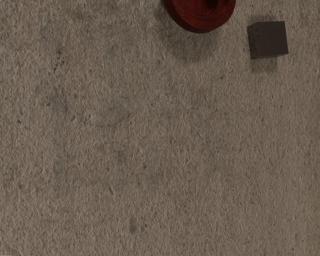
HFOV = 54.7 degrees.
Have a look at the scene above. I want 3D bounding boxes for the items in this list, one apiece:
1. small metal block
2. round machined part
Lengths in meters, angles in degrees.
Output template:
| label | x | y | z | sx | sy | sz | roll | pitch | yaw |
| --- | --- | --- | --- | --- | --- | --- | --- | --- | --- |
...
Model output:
| label | x | y | z | sx | sy | sz | roll | pitch | yaw |
| --- | --- | --- | --- | --- | --- | --- | --- | --- | --- |
| small metal block | 0.164 | -0.133 | 0.471 | 0.050 | 0.025 | 0.050 | -9 | 93 | -20 |
| round machined part | 0.050 | -0.177 | 0.419 | 0.099 | 0.042 | 0.097 | 0 | 90 | -20 |
